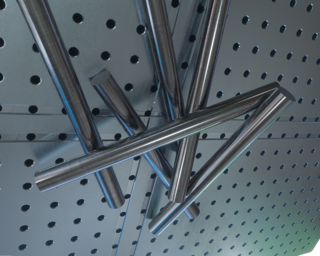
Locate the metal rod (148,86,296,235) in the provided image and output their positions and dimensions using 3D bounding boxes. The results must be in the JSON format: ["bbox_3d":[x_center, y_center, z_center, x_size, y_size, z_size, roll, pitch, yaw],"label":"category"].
[{"bbox_3d":[0.066,0.063,0.423,0.025,0.025,0.298,11,131,-33],"label":"metal rod"}]

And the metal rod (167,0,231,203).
[{"bbox_3d":[0.048,-0.041,0.386,0.025,0.025,0.298,0,111,-29],"label":"metal rod"}]

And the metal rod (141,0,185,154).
[{"bbox_3d":[0.007,-0.077,0.366,0.025,0.025,0.299,-24,127,-13],"label":"metal rod"}]

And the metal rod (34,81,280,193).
[{"bbox_3d":[0.003,0.008,0.366,0.301,0.025,0.025,-21,127,-4],"label":"metal rod"}]

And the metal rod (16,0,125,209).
[{"bbox_3d":[-0.090,-0.012,0.353,0.025,0.025,0.299,-24,127,-14],"label":"metal rod"}]

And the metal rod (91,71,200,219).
[{"bbox_3d":[-0.005,0.044,0.435,0.025,0.025,0.300,-35,129,-5],"label":"metal rod"}]
